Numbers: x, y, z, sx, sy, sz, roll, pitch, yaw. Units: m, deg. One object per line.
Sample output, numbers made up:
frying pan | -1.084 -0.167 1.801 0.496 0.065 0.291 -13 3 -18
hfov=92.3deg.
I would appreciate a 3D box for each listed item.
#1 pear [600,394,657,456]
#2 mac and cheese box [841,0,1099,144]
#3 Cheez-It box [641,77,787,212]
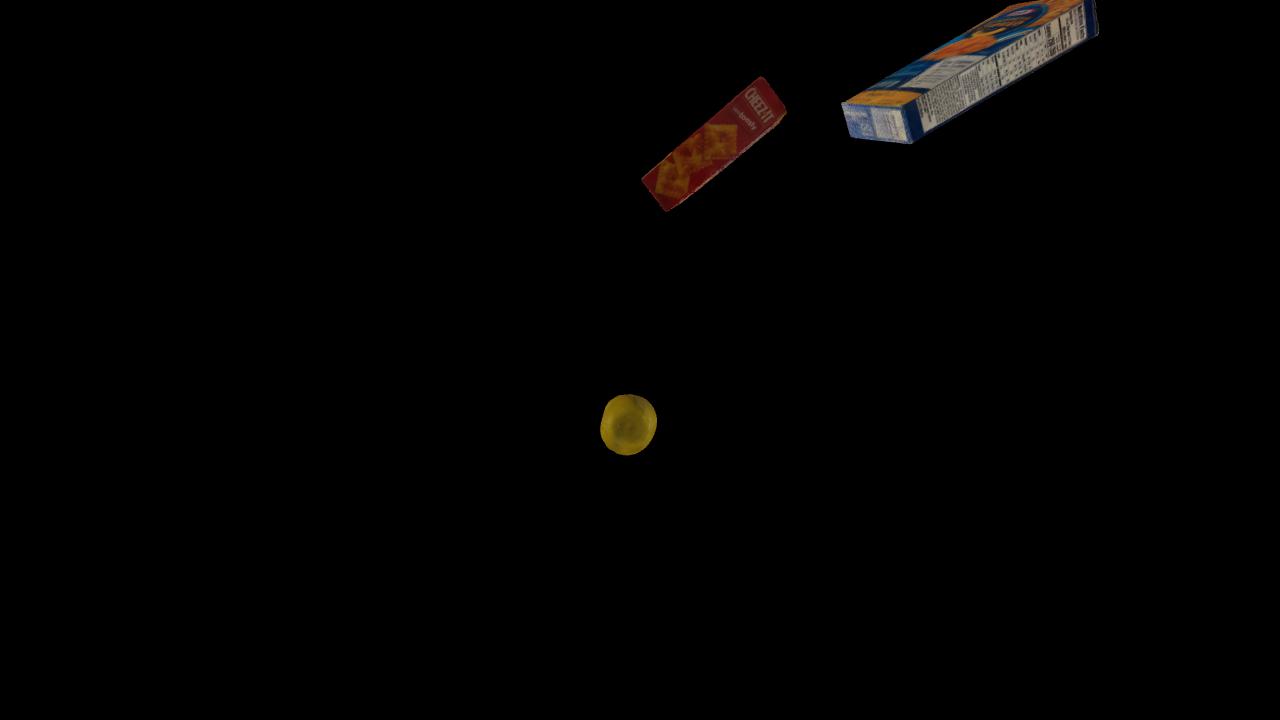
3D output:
pear | -0.019 0.081 0.829 0.080 0.080 0.111 0 10 -10
mac and cheese box | 0.284 -0.254 0.541 0.184 0.041 0.093 -31 27 -1
Cheez-It box | 0.115 -0.329 0.955 0.223 0.071 0.166 -37 9 17
